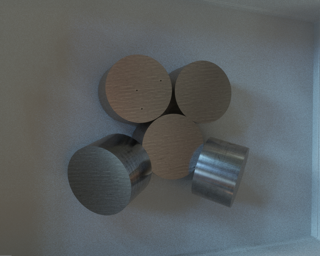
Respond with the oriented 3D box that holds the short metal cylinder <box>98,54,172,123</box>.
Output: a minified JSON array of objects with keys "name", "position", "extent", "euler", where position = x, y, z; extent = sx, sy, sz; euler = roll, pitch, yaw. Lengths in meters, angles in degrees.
[{"name":"short metal cylinder","position":[-0.032,-0.046,0.383],"extent":[0.081,0.050,0.079],"euler":[0,90,-21]}]

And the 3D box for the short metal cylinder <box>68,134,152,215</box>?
[{"name":"short metal cylinder","position":[-0.056,0.051,0.354],"extent":[0.050,0.080,0.080],"euler":[-32,105,-63]}]

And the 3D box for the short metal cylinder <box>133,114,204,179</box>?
[{"name":"short metal cylinder","position":[0.008,0.022,0.398],"extent":[0.081,0.050,0.079],"euler":[0,90,-21]}]

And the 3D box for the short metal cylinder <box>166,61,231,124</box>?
[{"name":"short metal cylinder","position":[0.047,-0.046,0.414],"extent":[0.081,0.050,0.079],"euler":[0,90,-21]}]

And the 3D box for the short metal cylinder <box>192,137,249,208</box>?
[{"name":"short metal cylinder","position":[0.080,0.057,0.404],"extent":[0.050,0.080,0.080],"euler":[17,83,20]}]
